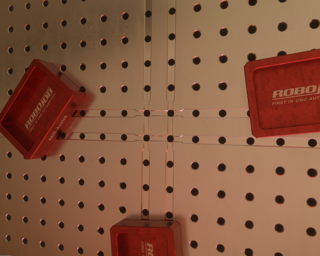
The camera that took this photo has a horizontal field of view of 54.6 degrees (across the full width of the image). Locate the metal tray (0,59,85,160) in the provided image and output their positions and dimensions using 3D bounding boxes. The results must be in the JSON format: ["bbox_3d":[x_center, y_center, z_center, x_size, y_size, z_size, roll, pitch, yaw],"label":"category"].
[{"bbox_3d":[-0.186,-0.028,0.476,0.090,0.030,0.130,40,103,15],"label":"metal tray"}]

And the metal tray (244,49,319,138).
[{"bbox_3d":[0.167,-0.039,0.350,0.130,0.030,0.090,-7,88,19],"label":"metal tray"}]

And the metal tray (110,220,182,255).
[{"bbox_3d":[-0.016,0.193,0.415,0.090,0.030,0.129,-5,88,20],"label":"metal tray"}]
